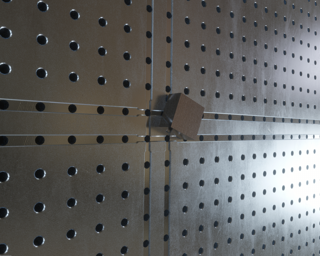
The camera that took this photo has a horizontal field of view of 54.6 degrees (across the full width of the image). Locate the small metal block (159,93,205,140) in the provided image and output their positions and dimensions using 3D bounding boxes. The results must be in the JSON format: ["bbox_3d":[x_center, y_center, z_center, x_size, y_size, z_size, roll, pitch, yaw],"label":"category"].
[{"bbox_3d":[0.031,-0.015,0.434,0.050,0.025,0.050,28,73,-37],"label":"small metal block"}]
